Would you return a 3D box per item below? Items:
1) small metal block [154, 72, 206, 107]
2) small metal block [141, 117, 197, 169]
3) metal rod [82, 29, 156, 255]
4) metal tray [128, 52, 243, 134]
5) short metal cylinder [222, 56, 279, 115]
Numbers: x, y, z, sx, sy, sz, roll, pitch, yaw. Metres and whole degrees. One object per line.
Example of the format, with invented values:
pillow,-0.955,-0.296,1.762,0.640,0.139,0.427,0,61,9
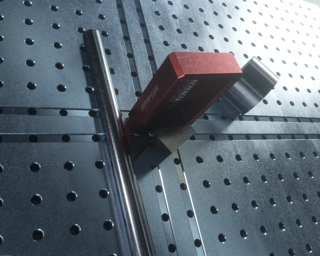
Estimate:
small metal block,0.027,-0.054,0.440,0.050,0.050,0.025,-6,65,-31
small metal block,0.011,0.019,0.386,0.025,0.050,0.050,48,51,5
metal rod,-0.056,0.002,0.376,0.025,0.025,0.299,-3,63,-30
metal tray,0.026,-0.039,0.378,0.091,0.129,0.030,-8,66,-32
short metal cylinder,0.139,-0.066,0.488,0.050,0.080,0.080,43,51,1
